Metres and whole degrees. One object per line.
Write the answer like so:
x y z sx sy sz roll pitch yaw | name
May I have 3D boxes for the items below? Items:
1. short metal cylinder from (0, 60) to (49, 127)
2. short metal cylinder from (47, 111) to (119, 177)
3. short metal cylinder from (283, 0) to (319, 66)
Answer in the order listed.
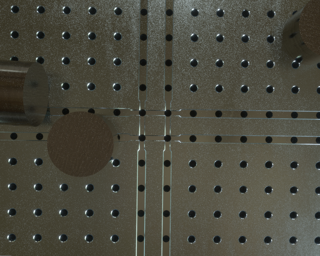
-0.177 -0.043 0.384 0.050 0.080 0.079 3 90 0 | short metal cylinder
-0.096 0.019 0.400 0.081 0.050 0.079 0 90 -1 | short metal cylinder
0.210 -0.126 0.404 0.081 0.050 0.079 0 90 -1 | short metal cylinder
